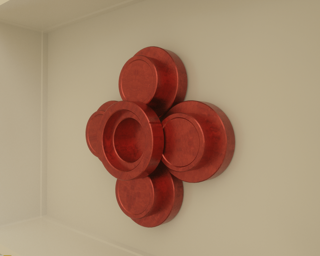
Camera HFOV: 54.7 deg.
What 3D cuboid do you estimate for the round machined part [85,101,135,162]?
[{"bbox_3d":[-0.071,0.009,0.452,0.098,0.042,0.097,0,90,40],"label":"round machined part"}]

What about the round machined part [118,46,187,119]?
[{"bbox_3d":[-0.016,-0.058,0.405,0.098,0.042,0.097,0,90,40],"label":"round machined part"}]

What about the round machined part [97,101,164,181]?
[{"bbox_3d":[-0.032,0.015,0.392,0.098,0.042,0.097,0,90,40],"label":"round machined part"}]

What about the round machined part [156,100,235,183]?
[{"bbox_3d":[0.034,0.016,0.365,0.098,0.042,0.097,0,90,40],"label":"round machined part"}]

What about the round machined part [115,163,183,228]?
[{"bbox_3d":[-0.021,0.082,0.411,0.098,0.042,0.097,-2,87,39],"label":"round machined part"}]
